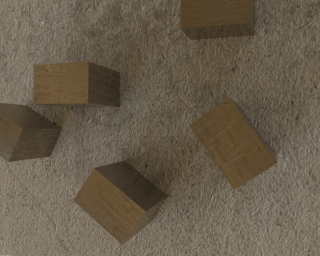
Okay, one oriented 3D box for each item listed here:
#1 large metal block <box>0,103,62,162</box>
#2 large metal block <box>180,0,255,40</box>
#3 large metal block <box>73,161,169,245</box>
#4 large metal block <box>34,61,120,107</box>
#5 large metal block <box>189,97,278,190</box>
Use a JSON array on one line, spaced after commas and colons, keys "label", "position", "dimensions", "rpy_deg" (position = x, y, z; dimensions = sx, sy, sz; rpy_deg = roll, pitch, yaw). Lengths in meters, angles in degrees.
[{"label": "large metal block", "position": [-0.208, 0.004, 0.453], "dimensions": [0.080, 0.080, 0.050], "rpy_deg": [30, 100, 17]}, {"label": "large metal block", "position": [0.071, -0.155, 0.371], "dimensions": [0.080, 0.050, 0.079], "rpy_deg": [1, 91, 20]}, {"label": "large metal block", "position": [-0.047, 0.090, 0.396], "dimensions": [0.080, 0.080, 0.050], "rpy_deg": [36, 102, 16]}, {"label": "large metal block", "position": [-0.109, -0.055, 0.418], "dimensions": [0.080, 0.080, 0.050], "rpy_deg": [1, 90, 20]}, {"label": "large metal block", "position": [0.086, 0.015, 0.349], "dimensions": [0.050, 0.080, 0.080], "rpy_deg": [-37, 78, 16]}]
